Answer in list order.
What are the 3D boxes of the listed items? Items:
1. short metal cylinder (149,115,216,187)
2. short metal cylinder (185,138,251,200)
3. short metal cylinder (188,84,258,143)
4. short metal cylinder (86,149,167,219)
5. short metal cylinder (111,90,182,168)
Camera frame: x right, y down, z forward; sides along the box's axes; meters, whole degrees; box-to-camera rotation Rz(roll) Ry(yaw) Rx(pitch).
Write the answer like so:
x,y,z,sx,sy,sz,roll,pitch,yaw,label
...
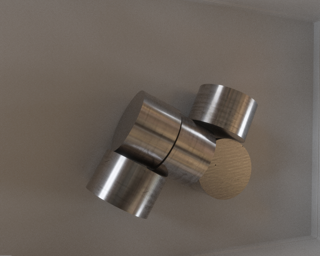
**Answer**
x,y,z,sx,sy,sz,roll,pitch,yaw,label
0.025,0.027,0.391,0.050,0.080,0.080,28,81,-18,short metal cylinder
0.076,0.053,0.425,0.081,0.050,0.079,0,90,-21,short metal cylinder
0.082,-0.018,0.411,0.080,0.080,0.050,24,82,-19,short metal cylinder
-0.039,0.065,0.366,0.080,0.080,0.050,31,80,-18,short metal cylinder
-0.018,0.002,0.374,0.050,0.080,0.080,27,81,-18,short metal cylinder
